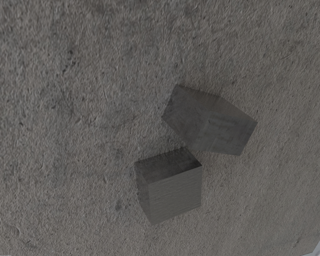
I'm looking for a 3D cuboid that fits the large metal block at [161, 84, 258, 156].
[{"bbox_3d":[0.061,-0.010,0.398,0.081,0.080,0.050,10,113,-33],"label":"large metal block"}]

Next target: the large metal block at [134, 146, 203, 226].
[{"bbox_3d":[0.013,0.083,0.449,0.081,0.050,0.079,-16,125,-20],"label":"large metal block"}]
